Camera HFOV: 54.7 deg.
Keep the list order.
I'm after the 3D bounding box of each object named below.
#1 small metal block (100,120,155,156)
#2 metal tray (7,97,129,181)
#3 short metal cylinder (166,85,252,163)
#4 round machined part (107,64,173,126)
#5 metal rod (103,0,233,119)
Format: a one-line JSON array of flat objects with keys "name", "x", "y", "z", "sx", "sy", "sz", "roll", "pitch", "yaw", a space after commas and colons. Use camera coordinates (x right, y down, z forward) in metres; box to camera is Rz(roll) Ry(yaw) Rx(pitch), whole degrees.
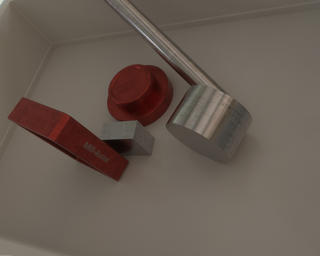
[{"name": "small metal block", "x": -0.042, "y": 0.015, "z": 0.401, "sx": 0.050, "sy": 0.050, "sz": 0.025, "roll": -3, "pitch": 60, "yaw": 26}, {"name": "metal tray", "x": -0.108, "y": 0.017, "z": 0.383, "sx": 0.090, "sy": 0.130, "sz": 0.030, "roll": 18, "pitch": 72, "yaw": 35}, {"name": "short metal cylinder", "x": 0.054, "y": -0.003, "z": 0.344, "sx": 0.080, "sy": 0.080, "sz": 0.050, "roll": 23, "pitch": 74, "yaw": 36}, {"name": "round machined part", "x": -0.034, "y": -0.052, "z": 0.443, "sx": 0.098, "sy": 0.042, "sz": 0.098, "roll": -13, "pitch": 56, "yaw": 20}, {"name": "metal rod", "x": -0.011, "y": -0.124, "z": 0.408, "sx": 0.025, "sy": 0.025, "sz": 0.300, "roll": -43, "pitch": 76, "yaw": -1}]
